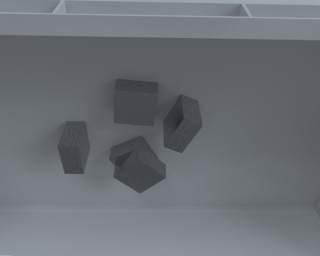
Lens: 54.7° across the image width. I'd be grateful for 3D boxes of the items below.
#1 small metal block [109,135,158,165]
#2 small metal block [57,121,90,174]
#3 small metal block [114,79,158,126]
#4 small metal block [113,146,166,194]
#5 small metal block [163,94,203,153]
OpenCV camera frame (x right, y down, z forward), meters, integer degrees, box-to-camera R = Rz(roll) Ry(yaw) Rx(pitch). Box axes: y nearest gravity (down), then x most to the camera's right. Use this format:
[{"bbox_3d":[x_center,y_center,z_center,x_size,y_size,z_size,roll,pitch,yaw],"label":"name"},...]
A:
[{"bbox_3d":[-0.037,0.044,0.446,0.050,0.025,0.050,-21,127,17],"label":"small metal block"},{"bbox_3d":[-0.113,0.026,0.413,0.025,0.050,0.050,1,130,-1],"label":"small metal block"},{"bbox_3d":[-0.030,-0.031,0.382,0.050,0.025,0.050,5,130,-5],"label":"small metal block"},{"bbox_3d":[-0.027,0.059,0.426,0.050,0.025,0.050,-36,122,26],"label":"small metal block"},{"bbox_3d":[0.027,-0.006,0.388,0.025,0.050,0.050,21,127,-17],"label":"small metal block"}]
